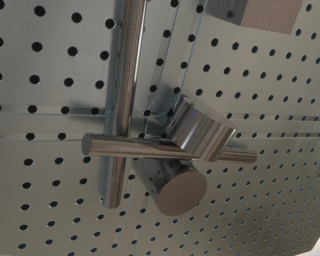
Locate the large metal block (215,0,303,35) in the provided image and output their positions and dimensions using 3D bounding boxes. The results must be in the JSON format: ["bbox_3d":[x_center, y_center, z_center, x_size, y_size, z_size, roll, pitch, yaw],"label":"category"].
[{"bbox_3d":[0.122,-0.160,0.362,0.081,0.050,0.079,-2,119,-28],"label":"large metal block"}]

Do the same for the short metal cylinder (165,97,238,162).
[{"bbox_3d":[0.053,0.001,0.405,0.080,0.080,0.050,19,108,-36],"label":"short metal cylinder"}]

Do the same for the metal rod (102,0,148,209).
[{"bbox_3d":[-0.045,-0.025,0.371,0.025,0.025,0.298,-4,120,-27],"label":"metal rod"}]

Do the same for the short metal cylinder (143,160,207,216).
[{"bbox_3d":[0.022,0.082,0.458,0.081,0.050,0.079,-14,124,-21],"label":"short metal cylinder"}]

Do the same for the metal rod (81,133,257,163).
[{"bbox_3d":[0.037,0.033,0.431,0.302,0.025,0.025,7,115,-39],"label":"metal rod"}]
